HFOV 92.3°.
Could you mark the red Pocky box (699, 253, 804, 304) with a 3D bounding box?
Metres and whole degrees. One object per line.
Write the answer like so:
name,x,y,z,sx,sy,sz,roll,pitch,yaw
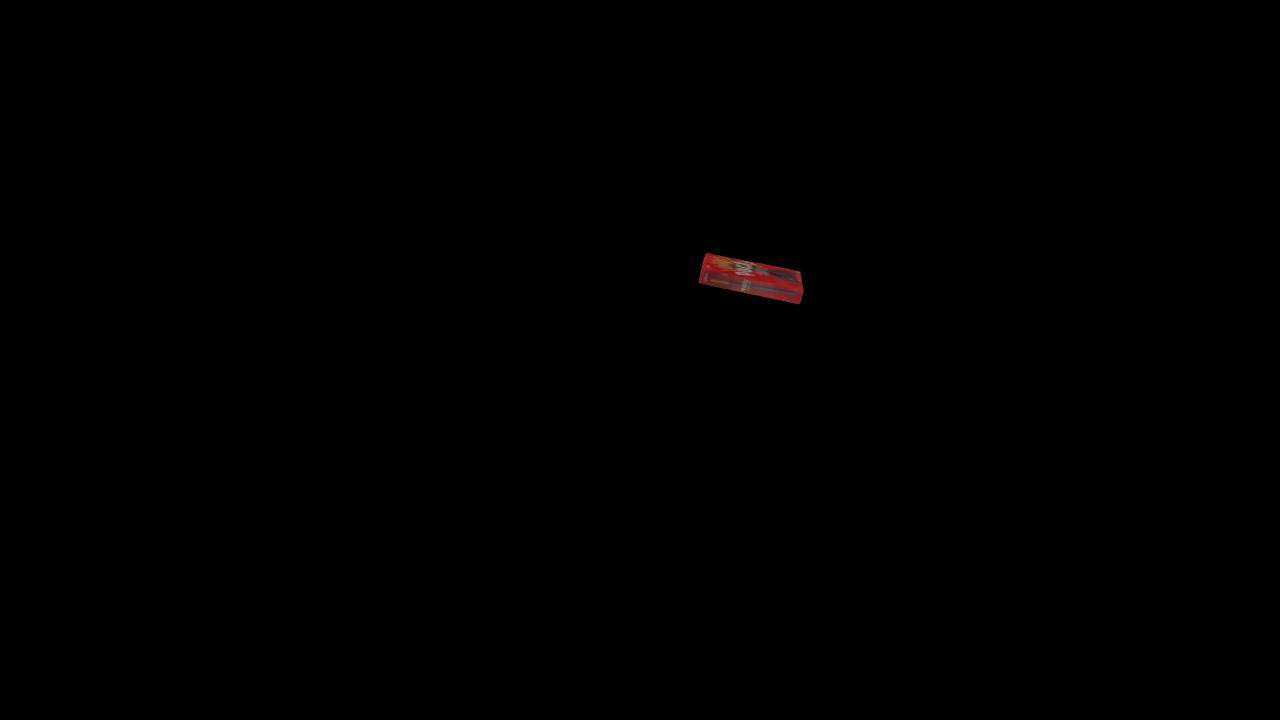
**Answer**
red Pocky box,0.170,-0.126,0.940,0.155,0.028,0.083,12,29,4
